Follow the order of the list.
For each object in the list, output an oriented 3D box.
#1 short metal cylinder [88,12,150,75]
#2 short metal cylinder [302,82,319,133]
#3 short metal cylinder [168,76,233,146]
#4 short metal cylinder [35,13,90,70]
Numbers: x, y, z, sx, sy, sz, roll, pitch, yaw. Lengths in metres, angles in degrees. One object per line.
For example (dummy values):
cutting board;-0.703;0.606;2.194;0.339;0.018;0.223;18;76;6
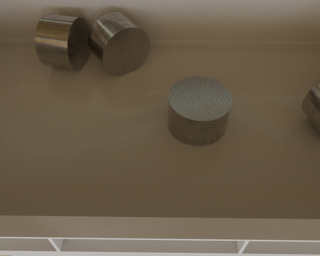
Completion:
short metal cylinder;-0.063;-0.129;0.478;0.081;0.080;0.050;-26;55;-20
short metal cylinder;0.232;-0.026;0.393;0.081;0.080;0.050;-11;51;-9
short metal cylinder;0.051;-0.023;0.408;0.080;0.050;0.080;0;50;0
short metal cylinder;-0.148;-0.133;0.480;0.050;0.080;0.080;10;51;8
